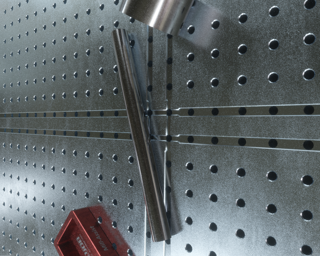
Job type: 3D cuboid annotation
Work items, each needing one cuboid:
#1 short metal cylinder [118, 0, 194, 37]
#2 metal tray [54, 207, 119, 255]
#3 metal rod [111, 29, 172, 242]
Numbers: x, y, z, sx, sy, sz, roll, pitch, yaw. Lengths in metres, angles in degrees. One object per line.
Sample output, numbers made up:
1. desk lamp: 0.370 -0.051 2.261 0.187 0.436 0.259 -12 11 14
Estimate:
1. short metal cylinder: -0.004 -0.151 0.377 0.080 0.081 0.050 38 114 33
2. metal tray: -0.117 0.207 0.503 0.130 0.030 0.089 46 117 30
3. metal rod: -0.029 0.003 0.433 0.025 0.025 0.299 -20 77 38
